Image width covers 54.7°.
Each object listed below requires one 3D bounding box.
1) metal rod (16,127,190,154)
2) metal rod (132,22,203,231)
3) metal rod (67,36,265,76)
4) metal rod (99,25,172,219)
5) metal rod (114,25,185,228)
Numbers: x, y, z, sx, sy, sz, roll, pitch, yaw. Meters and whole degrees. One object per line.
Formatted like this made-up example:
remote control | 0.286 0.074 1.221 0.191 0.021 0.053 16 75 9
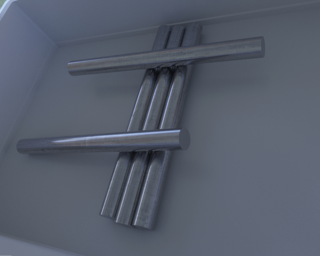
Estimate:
metal rod | -0.097 0.021 0.420 0.300 0.025 0.025 -4 60 34
metal rod | 0.017 -0.020 0.407 0.025 0.025 0.300 1 62 29
metal rod | -0.010 -0.097 0.437 0.300 0.025 0.025 0 62 28
metal rod | -0.026 -0.024 0.434 0.025 0.025 0.300 1 62 28
metal rod | -0.006 -0.019 0.420 0.025 0.025 0.300 1 62 29
